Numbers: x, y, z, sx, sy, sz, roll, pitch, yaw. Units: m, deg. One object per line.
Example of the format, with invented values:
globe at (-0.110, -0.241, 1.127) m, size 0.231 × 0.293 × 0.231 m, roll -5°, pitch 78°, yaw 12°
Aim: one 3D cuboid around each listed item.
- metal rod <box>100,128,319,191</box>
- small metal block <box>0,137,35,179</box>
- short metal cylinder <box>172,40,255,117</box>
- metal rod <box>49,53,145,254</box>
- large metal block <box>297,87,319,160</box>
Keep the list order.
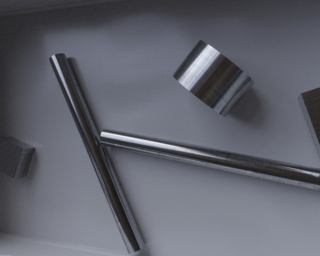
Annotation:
metal rod at (0.063, 0.037, 0.387) m, size 0.301 × 0.025 × 0.025 m, roll 10°, pitch 94°, yaw 19°
small metal block at (-0.233, 0.046, 0.491) m, size 0.050 × 0.025 × 0.050 m, roll 21°, pitch 97°, yaw 18°
short metal cylinder at (0.061, -0.057, 0.359) m, size 0.080 × 0.080 × 0.050 m, roll 42°, pitch 103°, yaw 15°
metal rod at (-0.092, 0.030, 0.441) m, size 0.025 × 0.025 × 0.299 m, roll -27°, pitch 81°, yaw 18°
large metal block at (0.202, -0.010, 0.326) m, size 0.080 × 0.050 × 0.080 m, roll -19°, pitch 84°, yaw 18°
